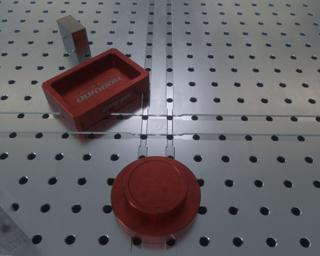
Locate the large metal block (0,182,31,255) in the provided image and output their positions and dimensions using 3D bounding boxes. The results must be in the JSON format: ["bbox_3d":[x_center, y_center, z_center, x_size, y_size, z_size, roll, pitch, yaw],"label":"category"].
[{"bbox_3d":[-0.180,0.079,0.304,0.050,0.080,0.080,-31,57,-23],"label":"large metal block"}]

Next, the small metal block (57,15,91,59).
[{"bbox_3d":[-0.144,-0.152,0.518,0.025,0.050,0.050,-32,57,-24],"label":"small metal block"}]

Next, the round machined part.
[{"bbox_3d":[-0.005,0.070,0.338,0.099,0.042,0.098,0,50,0],"label":"round machined part"}]

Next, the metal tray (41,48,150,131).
[{"bbox_3d":[-0.091,-0.061,0.454,0.131,0.030,0.090,-35,59,-26],"label":"metal tray"}]
